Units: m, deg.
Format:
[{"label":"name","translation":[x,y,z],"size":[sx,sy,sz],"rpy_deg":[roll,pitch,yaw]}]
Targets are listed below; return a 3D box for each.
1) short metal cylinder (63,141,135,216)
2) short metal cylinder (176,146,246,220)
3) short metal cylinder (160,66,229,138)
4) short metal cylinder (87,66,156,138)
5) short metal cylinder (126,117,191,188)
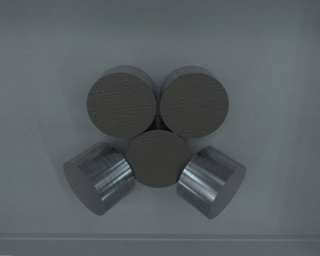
[{"label":"short metal cylinder","translation":[-0.078,0.064,0.397],"size":[0.050,0.080,0.080],"rpy_deg":[-35,114,-35]},{"label":"short metal cylinder","translation":[0.067,0.070,0.400],"size":[0.050,0.081,0.079],"rpy_deg":[33,112,30]},{"label":"short metal cylinder","translation":[0.040,-0.034,0.385],"size":[0.081,0.050,0.079],"rpy_deg":[0,110,-1]},{"label":"short metal cylinder","translation":[-0.045,-0.033,0.382],"size":[0.081,0.050,0.079],"rpy_deg":[0,110,-1]},{"label":"short metal cylinder","translation":[-0.002,0.031,0.406],"size":[0.081,0.050,0.079],"rpy_deg":[0,110,-1]}]
